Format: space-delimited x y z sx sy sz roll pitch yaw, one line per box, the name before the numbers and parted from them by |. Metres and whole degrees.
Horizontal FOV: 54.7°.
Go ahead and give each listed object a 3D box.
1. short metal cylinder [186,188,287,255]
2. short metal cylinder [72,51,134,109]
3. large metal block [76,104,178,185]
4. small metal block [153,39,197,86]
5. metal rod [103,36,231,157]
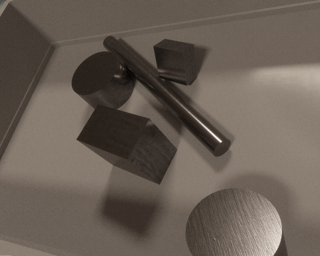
short metal cylinder | 0.069 0.101 0.277 0.080 0.050 0.080 -15 39 13
short metal cylinder | -0.087 -0.070 0.477 0.080 0.050 0.080 -13 56 21
large metal block | -0.038 0.020 0.376 0.080 0.080 0.050 16 70 34
small metal block | 0.022 -0.092 0.430 0.050 0.050 0.025 22 50 35
metal rod | -0.008 -0.063 0.447 0.025 0.025 0.300 -42 51 -1
